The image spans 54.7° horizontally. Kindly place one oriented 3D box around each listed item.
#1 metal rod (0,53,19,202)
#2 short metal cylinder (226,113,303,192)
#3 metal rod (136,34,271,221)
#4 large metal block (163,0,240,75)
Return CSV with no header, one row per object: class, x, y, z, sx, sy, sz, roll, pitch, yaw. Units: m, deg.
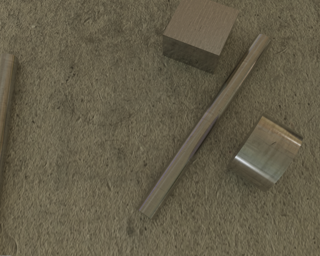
metal rod,-0.209,0.041,0.391,0.025,0.025,0.299,-2,70,-1
short metal cylinder,0.123,0.028,0.369,0.050,0.080,0.080,34,74,11
metal rod,0.067,-0.013,0.413,0.025,0.025,0.300,33,73,11
large metal block,0.057,-0.135,0.445,0.080,0.050,0.080,23,72,8
